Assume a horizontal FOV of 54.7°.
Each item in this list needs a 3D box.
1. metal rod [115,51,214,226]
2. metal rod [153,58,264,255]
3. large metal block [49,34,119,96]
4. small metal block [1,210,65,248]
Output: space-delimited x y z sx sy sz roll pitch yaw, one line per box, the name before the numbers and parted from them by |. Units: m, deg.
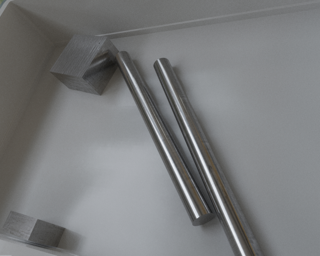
metal rod | -0.008 -0.010 0.414 0.025 0.025 0.300 -32 52 7
metal rod | 0.045 0.017 0.370 0.025 0.025 0.299 -28 52 10
large metal block | -0.122 -0.107 0.517 0.080 0.050 0.080 15 69 33
small metal block | -0.160 0.128 0.393 0.050 0.050 0.025 5 64 30
